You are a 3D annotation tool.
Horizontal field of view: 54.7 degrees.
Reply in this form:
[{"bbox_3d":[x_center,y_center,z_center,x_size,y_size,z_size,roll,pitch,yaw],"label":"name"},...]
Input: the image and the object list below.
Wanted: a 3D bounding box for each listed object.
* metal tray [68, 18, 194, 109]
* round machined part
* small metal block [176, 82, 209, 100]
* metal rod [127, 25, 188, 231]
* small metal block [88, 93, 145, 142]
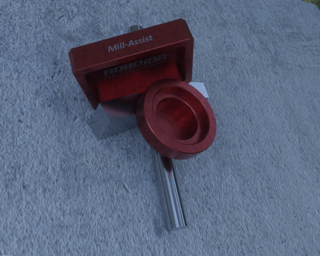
[{"bbox_3d":[-0.028,-0.070,0.363,0.131,0.090,0.030,-17,67,-4],"label":"metal tray"},{"bbox_3d":[0.016,-0.007,0.373,0.099,0.042,0.098,14,59,-24],"label":"round machined part"},{"bbox_3d":[0.031,-0.040,0.432,0.050,0.050,0.025,-2,63,-29],"label":"small metal block"},{"bbox_3d":[-0.009,-0.018,0.413,0.025,0.025,0.299,2,61,-28],"label":"metal rod"},{"bbox_3d":[-0.051,-0.013,0.370,0.050,0.050,0.025,-21,73,-36],"label":"small metal block"}]
